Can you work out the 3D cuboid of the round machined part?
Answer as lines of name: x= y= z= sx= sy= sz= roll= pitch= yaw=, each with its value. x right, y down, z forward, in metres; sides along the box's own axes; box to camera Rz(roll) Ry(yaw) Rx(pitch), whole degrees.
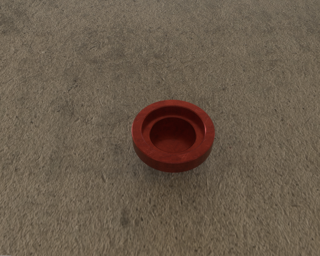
round machined part: x=0.015 y=0.014 z=0.382 sx=0.099 sy=0.042 sz=0.098 roll=0 pitch=50 yaw=0
